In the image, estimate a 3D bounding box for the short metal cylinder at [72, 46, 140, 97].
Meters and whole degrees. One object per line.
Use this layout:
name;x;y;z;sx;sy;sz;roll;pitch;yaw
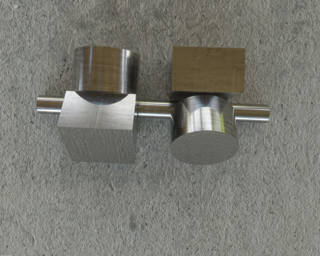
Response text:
short metal cylinder;-0.066;-0.066;0.383;0.080;0.080;0.050;3;90;0

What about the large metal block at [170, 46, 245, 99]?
large metal block;0.054;-0.065;0.384;0.081;0.080;0.050;1;90;0

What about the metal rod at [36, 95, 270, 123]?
metal rod;-0.008;-0.025;0.413;0.302;0.025;0.025;2;90;-1

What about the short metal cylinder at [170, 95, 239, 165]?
short metal cylinder;0.053;0.004;0.378;0.081;0.080;0.050;2;55;0

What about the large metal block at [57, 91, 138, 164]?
large metal block;-0.070;0.002;0.377;0.081;0.080;0.050;3;56;-1
